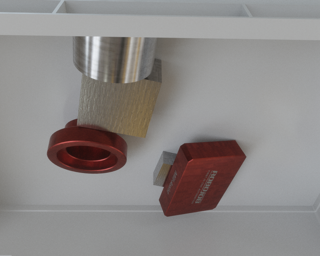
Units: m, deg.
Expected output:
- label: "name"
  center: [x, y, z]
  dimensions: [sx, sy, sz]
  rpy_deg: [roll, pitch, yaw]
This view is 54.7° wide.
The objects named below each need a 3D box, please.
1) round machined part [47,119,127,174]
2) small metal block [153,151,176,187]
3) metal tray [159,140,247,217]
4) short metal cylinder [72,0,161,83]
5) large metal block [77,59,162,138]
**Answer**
- label: "round machined part"
  center: [-0.092, 0.022, 0.402]
  dimensions: [0.099, 0.042, 0.098]
  rpy_deg: [0, 150, 0]
- label: "small metal block"
  center: [0.021, 0.065, 0.465]
  dimensions: [0.050, 0.025, 0.050]
  rpy_deg: [13, 129, -12]
- label: "metal tray"
  center: [0.058, 0.076, 0.454]
  dimensions: [0.091, 0.030, 0.129]
  rpy_deg: [-2, 133, -23]
- label: "short metal cylinder"
  center: [-0.043, -0.086, 0.299]
  dimensions: [0.081, 0.080, 0.050]
  rpy_deg: [7, 130, -7]
- label: "large metal block"
  center: [-0.047, -0.041, 0.357]
  dimensions: [0.081, 0.050, 0.079]
  rpy_deg: [11, 129, -10]
